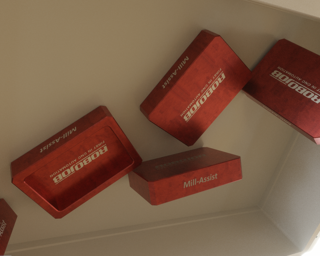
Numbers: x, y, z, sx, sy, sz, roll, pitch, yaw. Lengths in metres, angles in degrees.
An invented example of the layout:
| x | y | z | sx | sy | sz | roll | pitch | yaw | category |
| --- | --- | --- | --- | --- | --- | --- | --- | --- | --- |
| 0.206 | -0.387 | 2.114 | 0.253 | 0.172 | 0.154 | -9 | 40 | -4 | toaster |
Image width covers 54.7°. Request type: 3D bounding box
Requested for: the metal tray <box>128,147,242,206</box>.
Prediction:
| x | y | z | sx | sy | sz | roll | pitch | yaw | category |
| --- | --- | --- | --- | --- | --- | --- | --- | --- | --- |
| 0.032 | 0.059 | 0.417 | 0.131 | 0.090 | 0.030 | -12 | 100 | -22 | metal tray |

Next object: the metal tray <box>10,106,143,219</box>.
| x | y | z | sx | sy | sz | roll | pitch | yaw | category |
| --- | --- | --- | --- | --- | --- | --- | --- | --- | --- |
| -0.097 | 0.044 | 0.378 | 0.130 | 0.030 | 0.090 | -34 | 129 | -6 | metal tray |

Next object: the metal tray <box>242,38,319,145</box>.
| x | y | z | sx | sy | sz | roll | pitch | yaw | category |
| --- | --- | --- | --- | --- | --- | --- | --- | --- | --- |
| 0.184 | -0.051 | 0.407 | 0.090 | 0.130 | 0.030 | -50 | 142 | 7 | metal tray |

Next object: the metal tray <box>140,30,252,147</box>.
| x | y | z | sx | sy | sz | roll | pitch | yaw | category |
| --- | --- | --- | --- | --- | --- | --- | --- | --- | --- |
| 0.048 | -0.048 | 0.402 | 0.090 | 0.030 | 0.130 | 34 | 99 | -39 | metal tray |

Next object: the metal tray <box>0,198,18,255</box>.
| x | y | z | sx | sy | sz | roll | pitch | yaw | category |
| --- | --- | --- | --- | --- | --- | --- | --- | --- | --- |
| -0.202 | 0.130 | 0.309 | 0.090 | 0.130 | 0.030 | -31 | 108 | -8 | metal tray |
